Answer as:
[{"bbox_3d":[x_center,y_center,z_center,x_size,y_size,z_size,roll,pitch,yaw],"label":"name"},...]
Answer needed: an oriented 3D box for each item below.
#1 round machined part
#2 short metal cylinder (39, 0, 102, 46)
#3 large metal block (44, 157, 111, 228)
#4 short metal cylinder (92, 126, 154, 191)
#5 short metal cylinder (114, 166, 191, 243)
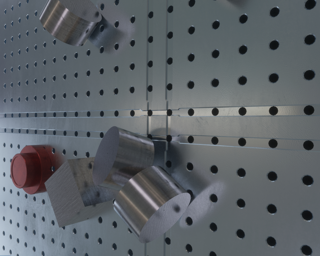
[{"bbox_3d":[-0.260,0.083,0.614,0.098,0.042,0.097,0,90,40],"label":"round machined part"},{"bbox_3d":[-0.140,-0.176,0.490,0.050,0.081,0.080,-44,63,31],"label":"short metal cylinder"},{"bbox_3d":[-0.136,0.104,0.506,0.080,0.050,0.080,-41,65,32],"label":"large metal block"},{"bbox_3d":[-0.050,0.043,0.414,0.080,0.050,0.080,-42,37,43],"label":"short metal cylinder"},{"bbox_3d":[-0.009,0.093,0.381,0.050,0.081,0.080,42,115,31],"label":"short metal cylinder"}]
